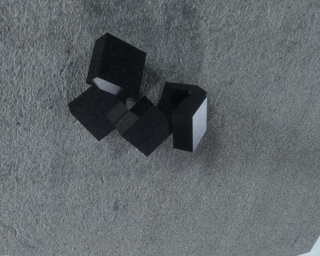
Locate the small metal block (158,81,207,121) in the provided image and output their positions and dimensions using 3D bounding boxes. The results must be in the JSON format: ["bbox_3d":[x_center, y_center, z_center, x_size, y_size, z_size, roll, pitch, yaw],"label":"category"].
[{"bbox_3d":[0.027,-0.031,0.406,0.050,0.025,0.050,2,118,-30],"label":"small metal block"}]

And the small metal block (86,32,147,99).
[{"bbox_3d":[-0.046,-0.064,0.330,0.050,0.025,0.050,20,71,-36],"label":"small metal block"}]

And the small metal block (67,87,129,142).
[{"bbox_3d":[-0.069,-0.021,0.358,0.050,0.025,0.050,-38,130,-3],"label":"small metal block"}]

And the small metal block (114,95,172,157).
[{"bbox_3d":[-0.016,-0.002,0.366,0.050,0.025,0.050,-44,130,2],"label":"small metal block"}]

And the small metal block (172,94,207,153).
[{"bbox_3d":[0.037,-0.007,0.377,0.050,0.025,0.050,-51,145,-48],"label":"small metal block"}]
